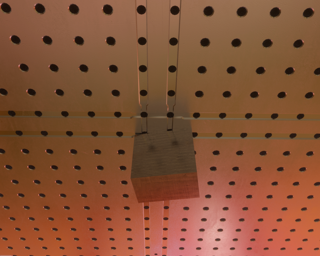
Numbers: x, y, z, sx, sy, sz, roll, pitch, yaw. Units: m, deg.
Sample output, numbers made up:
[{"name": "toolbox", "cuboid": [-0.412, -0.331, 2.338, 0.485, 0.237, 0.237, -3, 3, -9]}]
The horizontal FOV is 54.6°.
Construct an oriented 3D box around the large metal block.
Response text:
[{"name": "large metal block", "cuboid": [0.008, 0.050, 0.418, 0.080, 0.080, 0.050, -6, 130, 5]}]
